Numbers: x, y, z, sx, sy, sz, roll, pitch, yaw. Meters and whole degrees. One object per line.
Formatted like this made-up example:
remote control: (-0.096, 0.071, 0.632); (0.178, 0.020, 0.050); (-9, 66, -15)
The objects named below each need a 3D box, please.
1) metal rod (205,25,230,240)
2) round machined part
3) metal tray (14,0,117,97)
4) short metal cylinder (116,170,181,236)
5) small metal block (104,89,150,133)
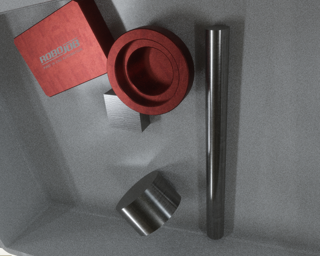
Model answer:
metal rod: (0.070, 0.027, 0.387); (0.025, 0.025, 0.298); (9, 122, 23)
round machined part: (-0.008, -0.067, 0.355); (0.098, 0.042, 0.097); (10, 118, 19)
metal tray: (-0.121, -0.101, 0.405); (0.130, 0.030, 0.090); (-14, 111, 33)
short metal cylinder: (-0.017, 0.107, 0.447); (0.050, 0.080, 0.080); (49, 128, -7)
small metal block: (-0.043, -0.025, 0.415); (0.050, 0.025, 0.050); (9, 122, 23)
